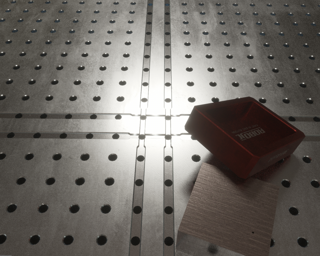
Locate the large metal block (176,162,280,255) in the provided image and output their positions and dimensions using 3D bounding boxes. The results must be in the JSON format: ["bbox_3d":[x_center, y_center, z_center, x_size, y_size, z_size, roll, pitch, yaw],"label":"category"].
[{"bbox_3d":[0.068,0.092,0.315,0.080,0.050,0.080,17,52,13],"label":"large metal block"}]

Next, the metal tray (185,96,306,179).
[{"bbox_3d":[0.103,0.004,0.367,0.131,0.030,0.090,-13,46,-45],"label":"metal tray"}]
